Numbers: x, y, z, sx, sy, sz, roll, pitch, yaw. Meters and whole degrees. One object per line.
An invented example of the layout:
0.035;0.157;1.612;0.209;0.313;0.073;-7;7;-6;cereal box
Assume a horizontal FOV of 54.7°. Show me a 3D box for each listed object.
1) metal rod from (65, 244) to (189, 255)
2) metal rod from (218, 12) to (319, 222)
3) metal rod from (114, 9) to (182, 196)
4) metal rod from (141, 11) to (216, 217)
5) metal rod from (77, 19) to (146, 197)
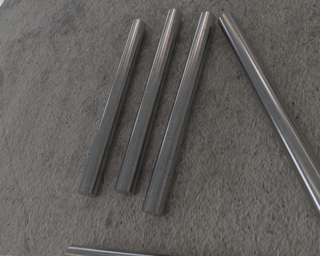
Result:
0.032;0.139;0.302;0.300;0.025;0.025;-5;60;25;metal rod
0.125;-0.039;0.361;0.025;0.025;0.299;-24;53;14;metal rod
-0.010;-0.053;0.441;0.025;0.025;0.300;0;62;28;metal rod
0.031;-0.035;0.408;0.025;0.025;0.300;3;63;30;metal rod
-0.065;-0.046;0.466;0.025;0.025;0.300;-2;61;27;metal rod
